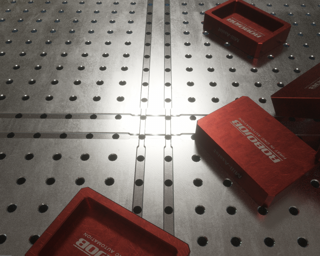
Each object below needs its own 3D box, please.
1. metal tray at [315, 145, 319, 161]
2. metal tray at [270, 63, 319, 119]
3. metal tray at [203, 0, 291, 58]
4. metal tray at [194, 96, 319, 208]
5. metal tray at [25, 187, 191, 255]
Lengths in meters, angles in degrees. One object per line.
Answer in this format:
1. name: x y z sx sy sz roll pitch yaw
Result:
1. metal tray: 0.249 0.016 0.371 0.090 0.030 0.131 29 40 22
2. metal tray: 0.229 -0.056 0.423 0.131 0.030 0.090 -31 20 -24
3. metal tray: 0.155 -0.185 0.561 0.091 0.030 0.130 -33 58 -25
4. metal tray: 0.117 0.023 0.387 0.091 0.030 0.130 -28 56 -22
5. metal tray: -0.048 0.125 0.298 0.130 0.030 0.090 25 54 19
